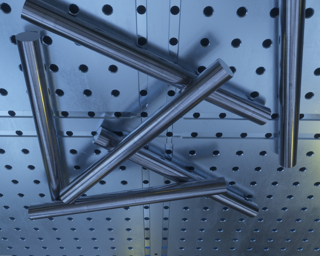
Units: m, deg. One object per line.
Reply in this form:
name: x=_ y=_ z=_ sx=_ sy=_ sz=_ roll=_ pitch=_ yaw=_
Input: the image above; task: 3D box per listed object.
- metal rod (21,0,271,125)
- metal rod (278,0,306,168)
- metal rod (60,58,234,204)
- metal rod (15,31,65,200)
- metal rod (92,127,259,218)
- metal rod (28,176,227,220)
metal rod: x=0.001 y=-0.067 z=0.353 sx=0.302 sy=0.025 sz=0.025 roll=21 pitch=127 yaw=-18
metal rod: x=0.151 y=-0.061 z=0.360 sx=0.025 sy=0.025 sz=0.299 roll=-11 pitch=130 yaw=9
metal rod: x=-0.035 y=0.019 z=0.393 sx=0.025 sy=0.025 sz=0.299 roll=36 pitch=121 yaw=-27
metal rod: x=-0.153 y=0.016 z=0.423 sx=0.025 sy=0.025 sz=0.298 roll=4 pitch=130 yaw=-3
metal rod: x=0.038 y=0.076 z=0.475 sx=0.301 sy=0.025 sz=0.025 roll=28 pitch=125 yaw=-22
metal rod: x=-0.053 y=0.107 z=0.467 sx=0.301 sy=0.025 sz=0.025 roll=-10 pitch=130 yaw=8
